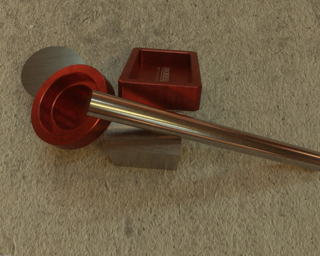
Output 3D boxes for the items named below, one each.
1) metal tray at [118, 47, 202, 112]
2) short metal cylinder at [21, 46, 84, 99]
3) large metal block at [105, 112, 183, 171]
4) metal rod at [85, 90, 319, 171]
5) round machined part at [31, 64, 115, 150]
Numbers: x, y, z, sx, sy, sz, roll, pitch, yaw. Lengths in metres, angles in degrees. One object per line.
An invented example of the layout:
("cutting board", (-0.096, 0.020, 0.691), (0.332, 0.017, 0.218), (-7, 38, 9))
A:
("metal tray", (0.003, -0.066, 0.391), (0.091, 0.030, 0.130), (4, 31, 1))
("short metal cylinder", (-0.136, -0.062, 0.417), (0.081, 0.050, 0.080), (0, 70, 0))
("large metal block", (-0.017, 0.016, 0.374), (0.081, 0.080, 0.050), (4, 70, 1))
("metal rod", (0.070, 0.010, 0.344), (0.302, 0.025, 0.025), (14, 69, -21))
("round machined part", (-0.095, -0.021, 0.360), (0.098, 0.042, 0.098), (-7, 68, 18))
